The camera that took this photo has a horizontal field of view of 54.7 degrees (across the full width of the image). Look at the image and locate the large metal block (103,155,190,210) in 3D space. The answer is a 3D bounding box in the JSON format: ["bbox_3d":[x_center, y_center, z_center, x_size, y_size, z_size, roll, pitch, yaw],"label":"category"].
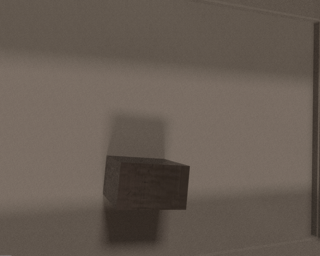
[{"bbox_3d":[-0.020,0.064,0.375,0.081,0.080,0.050,6,88,-20],"label":"large metal block"}]
